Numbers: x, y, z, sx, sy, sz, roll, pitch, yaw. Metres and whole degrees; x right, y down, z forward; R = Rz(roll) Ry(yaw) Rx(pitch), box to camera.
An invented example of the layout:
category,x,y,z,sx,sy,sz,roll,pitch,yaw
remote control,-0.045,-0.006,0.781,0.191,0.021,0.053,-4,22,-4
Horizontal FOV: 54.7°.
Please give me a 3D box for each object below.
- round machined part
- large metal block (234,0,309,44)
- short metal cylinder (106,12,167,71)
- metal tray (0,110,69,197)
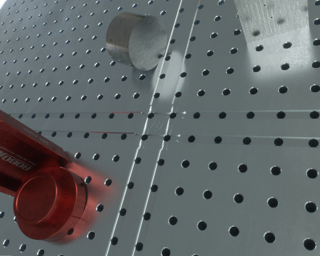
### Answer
category,x,y,z,sx,sy,sz,roll,pitch,yaw
round machined part,-0.153,0.097,0.412,0.098,0.042,0.098,-9,62,19
large metal block,0.142,-0.166,0.400,0.080,0.080,0.050,-12,57,21
short metal cylinder,-0.035,-0.133,0.473,0.050,0.080,0.080,24,75,36
metal tray,-0.202,0.041,0.422,0.090,0.130,0.030,-42,51,-1
